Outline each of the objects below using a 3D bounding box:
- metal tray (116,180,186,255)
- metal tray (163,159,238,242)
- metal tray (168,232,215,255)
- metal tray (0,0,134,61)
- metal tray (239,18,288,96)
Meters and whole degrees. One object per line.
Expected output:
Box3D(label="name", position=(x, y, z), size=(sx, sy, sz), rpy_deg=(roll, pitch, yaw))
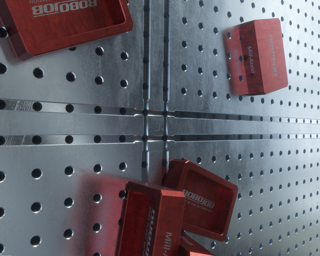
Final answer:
Box3D(label="metal tray", position=(-0.016, 0.131, 0.352), size=(0.030, 0.090, 0.129), rpy_deg=(12, 82, -28))
Box3D(label="metal tray", position=(0.058, 0.109, 0.457), size=(0.131, 0.030, 0.090), rpy_deg=(30, 71, -36))
Box3D(label="metal tray", position=(0.022, 0.178, 0.363), size=(0.030, 0.130, 0.090), rpy_deg=(14, 80, -10))
Box3D(label="metal tray", position=(-0.097, -0.132, 0.324), size=(0.131, 0.030, 0.089), rpy_deg=(-29, 108, -36))
Box3D(label="metal tray", position=(0.194, -0.132, 0.572), size=(0.091, 0.030, 0.129), rpy_deg=(-20, 103, -39))
